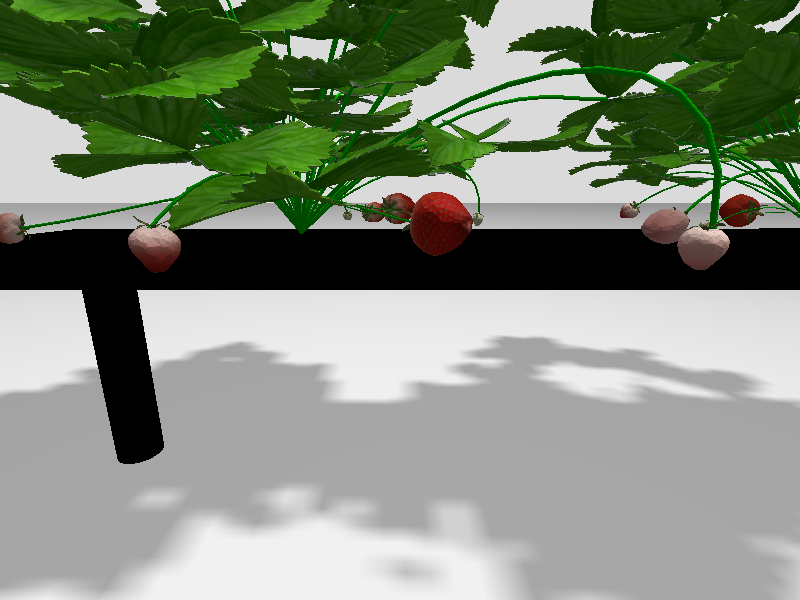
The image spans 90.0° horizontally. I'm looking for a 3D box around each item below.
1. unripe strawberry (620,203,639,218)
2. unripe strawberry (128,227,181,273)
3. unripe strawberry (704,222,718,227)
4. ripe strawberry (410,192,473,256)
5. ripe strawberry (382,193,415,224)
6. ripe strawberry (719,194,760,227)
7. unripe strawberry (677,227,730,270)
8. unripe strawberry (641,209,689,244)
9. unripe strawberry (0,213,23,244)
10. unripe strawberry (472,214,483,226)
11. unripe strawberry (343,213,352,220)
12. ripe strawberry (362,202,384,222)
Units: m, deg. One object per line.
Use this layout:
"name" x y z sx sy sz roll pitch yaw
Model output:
"unripe strawberry" 0.296 -0.114 0.518 0.023 0.020 0.021 -6 -20 -20
"unripe strawberry" -0.112 -0.023 0.184 0.021 0.021 0.018 2 12 9
"unripe strawberry" 0.277 -0.064 0.358 0.011 0.011 0.011 2 15 7
"ripe strawberry" 0.025 -0.044 0.231 0.035 0.037 0.037 -14 21 -42
"ripe strawberry" 0.001 -0.101 0.441 0.037 0.033 0.034 12 19 38
"ripe strawberry" 0.359 -0.095 0.427 0.032 0.034 0.035 -1 14 -4
"unripe strawberry" 0.142 -0.024 0.188 0.019 0.020 0.018 10 18 34
"unripe strawberry" 0.172 -0.047 0.262 0.024 0.023 0.026 -18 20 -19
"unripe strawberry" -0.270 -0.049 0.274 0.020 0.021 0.018 -6 16 -21
"unripe strawberry" 0.079 -0.080 0.404 0.011 0.012 0.011 -6 16 -20
"unripe strawberry" -0.066 -0.106 0.509 0.011 0.010 0.011 2 -32 6
"ripe strawberry" -0.030 -0.102 0.465 0.027 0.023 0.027 7 16 23
